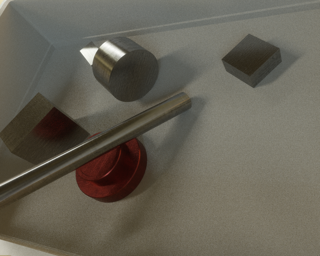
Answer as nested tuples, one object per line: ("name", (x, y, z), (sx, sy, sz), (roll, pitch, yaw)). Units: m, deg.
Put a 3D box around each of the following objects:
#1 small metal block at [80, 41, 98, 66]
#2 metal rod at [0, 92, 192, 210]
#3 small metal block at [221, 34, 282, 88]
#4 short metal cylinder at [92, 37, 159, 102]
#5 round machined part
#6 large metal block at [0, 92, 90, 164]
("small metal block", (-0.097, -0.106, 0.504), (0.025, 0.050, 0.050), (-41, 51, 1))
("metal rod", (-0.089, 0.030, 0.355), (0.302, 0.025, 0.025), (-28, 48, -22))
("small metal block", (0.117, -0.087, 0.397), (0.050, 0.025, 0.050), (-44, 51, -2))
("short metal cylinder", (-0.049, -0.084, 0.446), (0.080, 0.080, 0.050), (-45, 51, -3))
("round machined part", (-0.070, 0.043, 0.403), (0.098, 0.042, 0.098), (-13, 56, 20))
("large metal block", (-0.165, 0.009, 0.449), (0.080, 0.080, 0.050), (-49, 52, -7))
